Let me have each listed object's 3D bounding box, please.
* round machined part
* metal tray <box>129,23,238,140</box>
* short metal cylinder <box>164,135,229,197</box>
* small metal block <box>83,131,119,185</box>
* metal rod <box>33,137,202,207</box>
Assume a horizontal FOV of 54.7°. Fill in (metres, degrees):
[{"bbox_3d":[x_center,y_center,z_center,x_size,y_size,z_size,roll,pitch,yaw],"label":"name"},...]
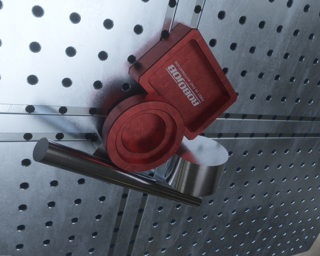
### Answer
[{"bbox_3d":[-0.023,0.002,0.380,0.099,0.042,0.097,-13,123,-20],"label":"round machined part"},{"bbox_3d":[0.035,-0.054,0.394,0.090,0.030,0.130,-43,129,0],"label":"metal tray"},{"bbox_3d":[0.050,0.050,0.434,0.081,0.080,0.050,-4,120,-27],"label":"short metal cylinder"},{"bbox_3d":[-0.072,0.039,0.398,0.050,0.025,0.050,32,100,-39],"label":"small metal block"},{"bbox_3d":[-0.029,0.072,0.415,0.025,0.025,0.301,-51,138,8],"label":"metal rod"}]
